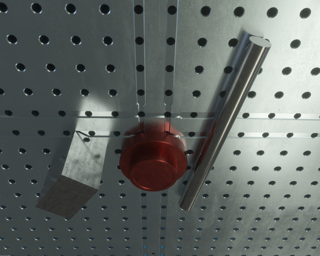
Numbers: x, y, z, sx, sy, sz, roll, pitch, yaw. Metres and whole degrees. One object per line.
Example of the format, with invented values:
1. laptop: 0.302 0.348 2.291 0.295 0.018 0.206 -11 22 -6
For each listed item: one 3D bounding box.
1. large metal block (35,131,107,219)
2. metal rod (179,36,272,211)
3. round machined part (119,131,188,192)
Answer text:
1. large metal block: -0.121 0.065 0.430 0.050 0.080 0.080 29 124 -23
2. metal rod: 0.076 0.018 0.427 0.025 0.025 0.298 9 130 -8
3. round machined part: -0.009 0.055 0.447 0.099 0.042 0.097 -1 130 0
